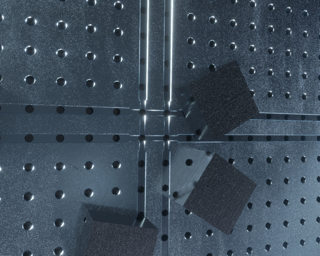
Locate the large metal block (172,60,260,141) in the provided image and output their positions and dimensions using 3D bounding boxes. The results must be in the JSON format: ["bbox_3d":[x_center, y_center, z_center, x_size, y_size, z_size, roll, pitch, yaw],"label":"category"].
[{"bbox_3d":[0.077,-0.037,0.429,0.080,0.050,0.080,-30,100,-18],"label":"large metal block"}]

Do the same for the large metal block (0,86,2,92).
[{"bbox_3d":[-0.224,-0.027,0.316,0.080,0.050,0.080,27,81,-19],"label":"large metal block"}]

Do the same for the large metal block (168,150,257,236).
[{"bbox_3d":[0.072,0.087,0.428,0.080,0.050,0.080,37,78,-17],"label":"large metal block"}]

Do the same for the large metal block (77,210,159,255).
[{"bbox_3d":[-0.056,0.152,0.380,0.081,0.050,0.080,15,85,-20],"label":"large metal block"}]
